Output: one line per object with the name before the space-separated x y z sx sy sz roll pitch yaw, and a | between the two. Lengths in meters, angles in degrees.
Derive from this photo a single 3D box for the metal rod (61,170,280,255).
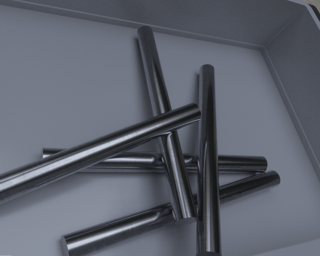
metal rod | 0.038 0.093 0.369 0.303 0.025 0.025 -9 66 -32

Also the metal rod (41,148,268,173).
metal rod | 0.013 0.043 0.386 0.303 0.025 0.025 4 60 -26

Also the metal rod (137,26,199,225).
metal rod | 0.002 -0.026 0.400 0.025 0.025 0.299 6 53 -25

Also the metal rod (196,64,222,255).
metal rod | 0.062 0.016 0.404 0.025 0.025 0.300 22 46 -15

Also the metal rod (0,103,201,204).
metal rod | -0.078 0.028 0.313 0.302 0.025 0.025 -22 74 -31
